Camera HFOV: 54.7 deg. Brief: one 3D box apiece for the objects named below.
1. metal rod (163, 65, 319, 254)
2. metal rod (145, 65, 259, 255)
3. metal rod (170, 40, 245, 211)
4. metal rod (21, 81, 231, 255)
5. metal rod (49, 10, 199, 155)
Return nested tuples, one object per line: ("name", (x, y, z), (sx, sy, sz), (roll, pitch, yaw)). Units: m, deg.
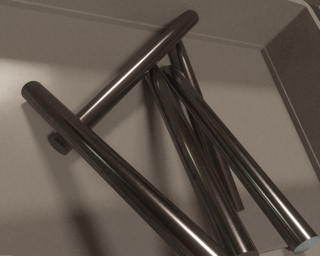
("metal rod", (0.069, 0.007, 0.364), (0.025, 0.025, 0.300), (2, 37, -28))
("metal rod", (0.024, 0.007, 0.340), (0.025, 0.025, 0.300), (9, 34, -24))
("metal rod", (0.057, -0.025, 0.453), (0.025, 0.025, 0.299), (-2, 63, -30))
("metal rod", (-0.045, 0.034, 0.277), (0.025, 0.025, 0.300), (-26, 49, -37))
("metal rod", (-0.030, -0.078, 0.414), (0.025, 0.025, 0.301), (40, 58, -2))
